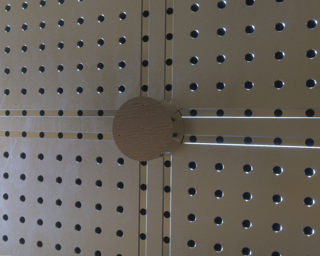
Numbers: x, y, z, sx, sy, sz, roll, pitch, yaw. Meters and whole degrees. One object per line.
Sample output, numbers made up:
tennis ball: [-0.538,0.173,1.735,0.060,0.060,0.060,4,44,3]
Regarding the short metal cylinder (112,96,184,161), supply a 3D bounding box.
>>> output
short metal cylinder: [-0.014,0.001,0.403,0.080,0.050,0.079,0,90,19]
